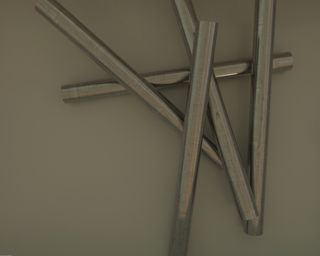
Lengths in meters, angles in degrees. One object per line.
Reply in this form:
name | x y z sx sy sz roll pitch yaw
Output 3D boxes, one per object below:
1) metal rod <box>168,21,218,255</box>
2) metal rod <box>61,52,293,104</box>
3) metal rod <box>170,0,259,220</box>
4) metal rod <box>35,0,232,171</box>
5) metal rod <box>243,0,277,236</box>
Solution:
metal rod | 0.038 0.027 0.379 0.025 0.025 0.298 6 103 0
metal rod | 0.023 -0.067 0.411 0.302 0.025 0.025 -9 90 0
metal rod | 0.066 -0.032 0.385 0.025 0.025 0.298 -18 90 0
metal rod | -0.024 -0.050 0.386 0.300 0.025 0.025 41 90 -10
metal rod | 0.126 -0.010 0.394 0.025 0.025 0.298 1 97 0
